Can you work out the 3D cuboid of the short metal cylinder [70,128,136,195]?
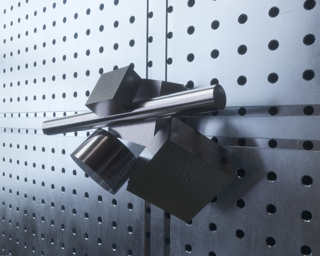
[{"bbox_3d":[-0.075,0.045,0.422,0.080,0.080,0.050,25,63,37],"label":"short metal cylinder"}]

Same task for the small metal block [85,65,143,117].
[{"bbox_3d":[-0.055,-0.043,0.369,0.050,0.025,0.050,-7,50,40],"label":"small metal block"}]

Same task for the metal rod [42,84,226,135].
[{"bbox_3d":[-0.058,-0.015,0.387,0.300,0.025,0.025,-7,86,40],"label":"metal rod"}]

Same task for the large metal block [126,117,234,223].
[{"bbox_3d":[0.022,0.046,0.343,0.080,0.050,0.080,31,118,-12],"label":"large metal block"}]

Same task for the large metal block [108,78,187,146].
[{"bbox_3d":[-0.018,-0.023,0.403,0.080,0.050,0.079,14,99,39],"label":"large metal block"}]
